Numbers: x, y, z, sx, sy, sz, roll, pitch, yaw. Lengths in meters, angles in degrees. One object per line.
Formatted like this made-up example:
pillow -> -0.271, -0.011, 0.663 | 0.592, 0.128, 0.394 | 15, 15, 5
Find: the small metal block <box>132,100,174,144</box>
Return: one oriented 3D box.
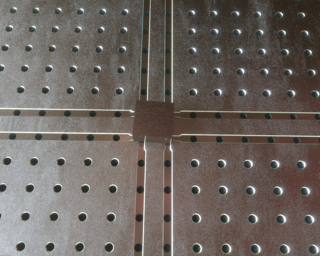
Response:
small metal block -> -0.008, -0.008, 0.414 | 0.050, 0.025, 0.050 | 5, 70, 1
